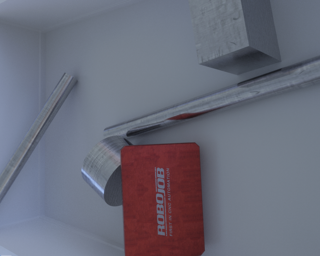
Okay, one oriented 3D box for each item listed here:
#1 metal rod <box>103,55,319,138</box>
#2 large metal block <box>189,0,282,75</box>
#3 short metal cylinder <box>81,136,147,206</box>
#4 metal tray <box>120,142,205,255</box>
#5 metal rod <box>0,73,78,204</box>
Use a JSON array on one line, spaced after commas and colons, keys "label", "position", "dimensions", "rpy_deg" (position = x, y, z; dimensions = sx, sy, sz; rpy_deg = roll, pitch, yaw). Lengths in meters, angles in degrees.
[{"label": "metal rod", "position": [0.038, -0.022, 0.373], "dimensions": [0.300, 0.025, 0.025], "rpy_deg": [-16, 80, 38]}, {"label": "large metal block", "position": [0.075, -0.103, 0.308], "dimensions": [0.050, 0.081, 0.080], "rpy_deg": [-13, 82, 39]}, {"label": "short metal cylinder", "position": [-0.056, 0.057, 0.415], "dimensions": [0.050, 0.081, 0.079], "rpy_deg": [34, 111, 34]}, {"label": "metal tray", "position": [0.002, 0.083, 0.362], "dimensions": [0.030, 0.091, 0.129], "rpy_deg": [165, 103, -80]}, {"label": "metal rod", "position": [-0.228, 0.040, 0.517], "dimensions": [0.025, 0.025, 0.299], "rpy_deg": [26, 83, 37]}]
